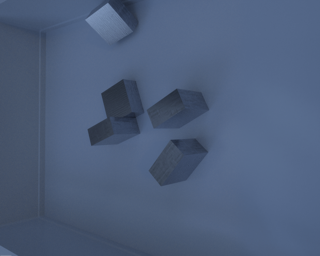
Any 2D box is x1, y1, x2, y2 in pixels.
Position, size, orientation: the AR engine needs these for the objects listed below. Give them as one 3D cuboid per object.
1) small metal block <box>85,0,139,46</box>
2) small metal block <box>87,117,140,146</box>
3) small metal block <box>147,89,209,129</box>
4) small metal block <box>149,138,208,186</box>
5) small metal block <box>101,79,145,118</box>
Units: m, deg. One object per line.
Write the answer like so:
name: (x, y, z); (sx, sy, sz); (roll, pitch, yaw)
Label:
small metal block: (-0.068, -0.153, 0.442); (0.050, 0.050, 0.025); (-18, 41, 38)
small metal block: (-0.066, 0.005, 0.442); (0.050, 0.050, 0.025); (-25, 75, 37)
small metal block: (0.022, -0.021, 0.371); (0.050, 0.050, 0.025); (-33, 70, 35)
small metal block: (0.022, 0.040, 0.370); (0.025, 0.050, 0.050); (48, 118, 29)
small metal block: (-0.055, -0.036, 0.450); (0.050, 0.025, 0.050); (-25, 74, 37)
